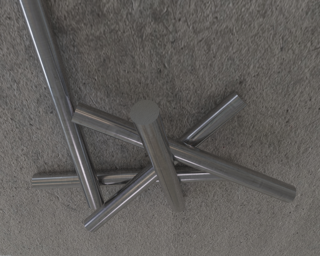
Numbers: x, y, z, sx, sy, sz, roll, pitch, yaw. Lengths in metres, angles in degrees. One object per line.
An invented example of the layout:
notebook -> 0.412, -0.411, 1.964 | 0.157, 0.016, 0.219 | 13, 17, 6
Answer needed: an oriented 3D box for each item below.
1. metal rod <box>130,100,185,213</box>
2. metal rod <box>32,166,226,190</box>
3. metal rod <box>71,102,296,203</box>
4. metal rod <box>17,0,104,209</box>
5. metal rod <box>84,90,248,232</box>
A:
metal rod -> 0.009, 0.058, 0.390 | 0.025, 0.025, 0.299 | -7, 151, 6
metal rod -> -0.040, 0.074, 0.469 | 0.302, 0.025, 0.025 | -3, 130, 2
metal rod -> 0.040, 0.035, 0.388 | 0.302, 0.025, 0.025 | 22, 127, -13
metal rod -> -0.111, -0.010, 0.379 | 0.025, 0.025, 0.298 | -5, 125, 3
metal rod -> -0.005, 0.057, 0.430 | 0.025, 0.025, 0.299 | 37, 113, -27
